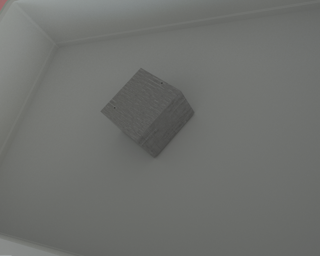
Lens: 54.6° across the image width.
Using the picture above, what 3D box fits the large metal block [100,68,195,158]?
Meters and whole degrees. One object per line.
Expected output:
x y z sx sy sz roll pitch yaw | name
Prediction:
-0.017 -0.021 0.408 0.080 0.050 0.080 -48 52 -7 | large metal block
